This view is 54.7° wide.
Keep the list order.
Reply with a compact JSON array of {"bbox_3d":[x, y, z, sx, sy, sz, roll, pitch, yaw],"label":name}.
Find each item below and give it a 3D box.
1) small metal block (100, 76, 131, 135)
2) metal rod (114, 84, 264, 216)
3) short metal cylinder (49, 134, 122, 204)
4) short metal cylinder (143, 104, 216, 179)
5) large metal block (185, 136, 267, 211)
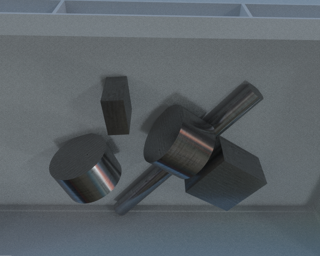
[{"bbox_3d":[-0.051,-0.027,0.369,0.025,0.050,0.050,-3,130,2],"label":"small metal block"},{"bbox_3d":[0.024,0.046,0.448,0.025,0.025,0.299,30,124,-24],"label":"metal rod"},{"bbox_3d":[-0.099,0.054,0.417,0.080,0.080,0.050,-15,129,11],"label":"short metal cylinder"},{"bbox_3d":[0.023,0.017,0.388,0.050,0.080,0.080,30,124,-23],"label":"short metal cylinder"},{"bbox_3d":[0.092,0.068,0.452,0.080,0.050,0.080,28,124,-23],"label":"large metal block"}]
